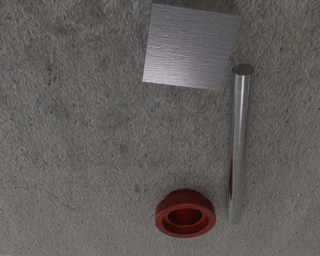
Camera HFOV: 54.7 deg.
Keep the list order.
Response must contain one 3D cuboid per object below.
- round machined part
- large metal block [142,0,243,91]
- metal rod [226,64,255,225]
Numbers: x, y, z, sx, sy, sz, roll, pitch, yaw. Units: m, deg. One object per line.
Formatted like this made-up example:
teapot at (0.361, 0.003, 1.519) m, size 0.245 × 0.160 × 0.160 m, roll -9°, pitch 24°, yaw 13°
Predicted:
round machined part at (0.041, 0.138, 0.514) m, size 0.099 × 0.042 × 0.097 m, roll 0°, pitch 130°, yaw 0°
large metal block at (0.028, -0.090, 0.315) m, size 0.081 × 0.050 × 0.079 m, roll 6°, pitch 130°, yaw -6°
metal rod at (0.112, 0.047, 0.447) m, size 0.025 × 0.025 × 0.298 m, roll -5°, pitch 130°, yaw 4°
